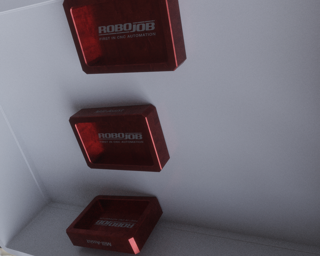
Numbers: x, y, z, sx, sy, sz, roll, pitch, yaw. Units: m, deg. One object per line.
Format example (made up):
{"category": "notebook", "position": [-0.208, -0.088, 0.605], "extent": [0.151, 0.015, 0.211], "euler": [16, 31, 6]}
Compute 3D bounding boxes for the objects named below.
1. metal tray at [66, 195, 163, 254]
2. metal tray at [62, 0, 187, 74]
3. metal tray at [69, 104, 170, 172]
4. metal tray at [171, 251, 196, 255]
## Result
{"category": "metal tray", "position": [-0.072, 0.149, 0.494], "extent": [0.130, 0.090, 0.030], "euler": [-6, 116, 30]}
{"category": "metal tray", "position": [-0.041, -0.111, 0.356], "extent": [0.130, 0.030, 0.089], "euler": [3, 120, 26]}
{"category": "metal tray", "position": [-0.059, 0.016, 0.444], "extent": [0.130, 0.030, 0.089], "euler": [-1, 118, 28]}
{"category": "metal tray", "position": [0.083, 0.265, 0.526], "extent": [0.130, 0.030, 0.089], "euler": [4, 120, 26]}
